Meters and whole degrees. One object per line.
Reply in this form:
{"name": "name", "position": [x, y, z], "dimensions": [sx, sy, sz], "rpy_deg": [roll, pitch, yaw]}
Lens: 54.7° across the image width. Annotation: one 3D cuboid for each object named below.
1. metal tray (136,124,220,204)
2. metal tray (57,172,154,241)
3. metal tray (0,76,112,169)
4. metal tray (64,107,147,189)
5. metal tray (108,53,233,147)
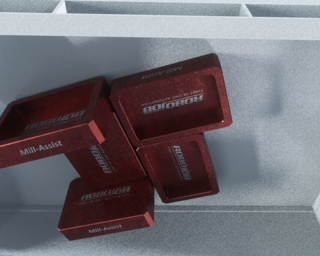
{"name": "metal tray", "position": [0.029, 0.054, 0.450], "dimensions": [0.090, 0.030, 0.129], "rpy_deg": [-14, 129, 11]}
{"name": "metal tray", "position": [-0.075, 0.107, 0.453], "dimensions": [0.131, 0.090, 0.030], "rpy_deg": [-13, 129, 10]}
{"name": "metal tray", "position": [-0.123, -0.008, 0.353], "dimensions": [0.130, 0.090, 0.030], "rpy_deg": [-14, 129, 11]}
{"name": "metal tray", "position": [-0.080, 0.026, 0.423], "dimensions": [0.090, 0.030, 0.129], "rpy_deg": [-14, 129, 11]}
{"name": "metal tray", "position": [0.015, -0.030, 0.378], "dimensions": [0.131, 0.030, 0.090], "rpy_deg": [-13, 129, 10]}
